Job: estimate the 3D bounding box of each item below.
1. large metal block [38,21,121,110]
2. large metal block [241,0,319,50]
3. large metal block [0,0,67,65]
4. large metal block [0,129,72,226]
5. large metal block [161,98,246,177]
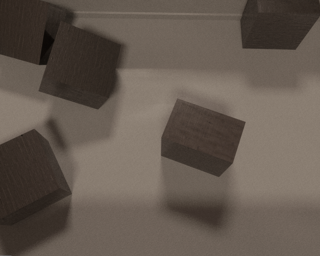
[{"bbox_3d":[-0.105,-0.080,0.408,0.081,0.050,0.080,17,69,-22],"label":"large metal block"},{"bbox_3d":[0.166,-0.156,0.440,0.081,0.080,0.050,1,70,0],"label":"large metal block"},{"bbox_3d":[-0.184,-0.136,0.425,0.080,0.050,0.079,16,104,5],"label":"large metal block"},{"bbox_3d":[-0.166,0.060,0.372,0.080,0.050,0.080,-27,73,-10],"label":"large metal block"},{"bbox_3d":[0.048,0.015,0.376,0.080,0.080,0.050,20,71,7],"label":"large metal block"}]
